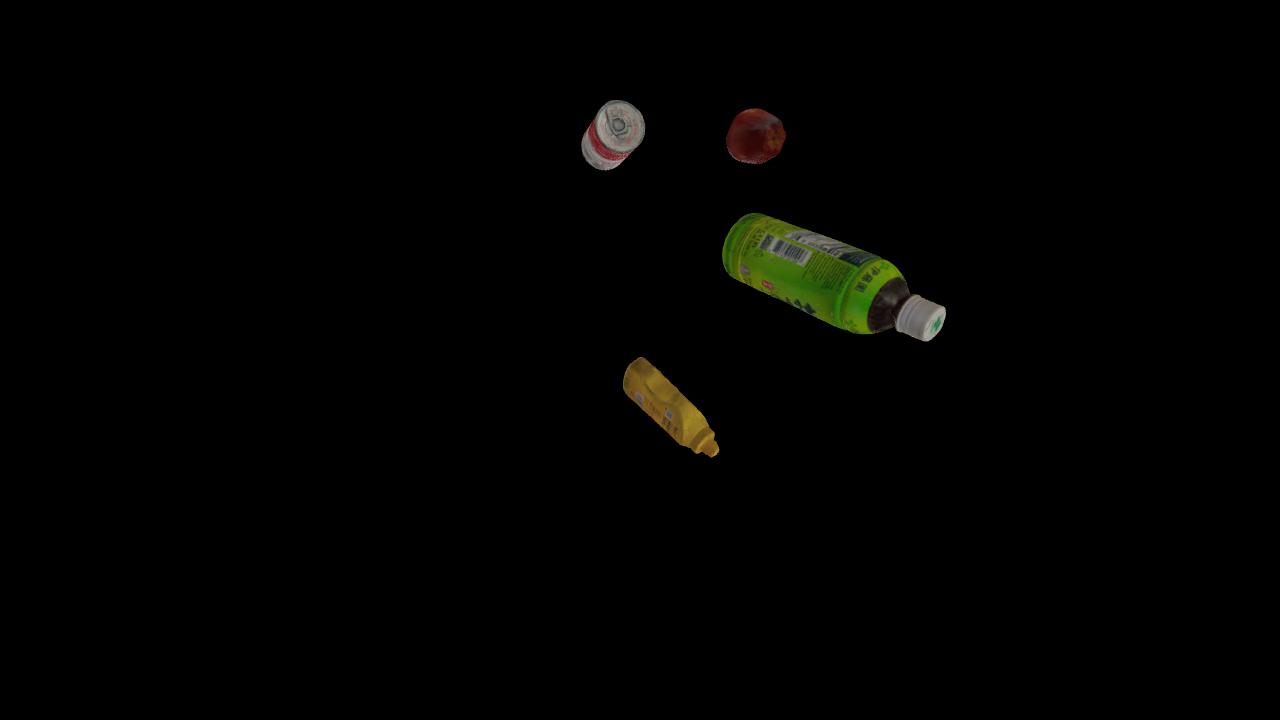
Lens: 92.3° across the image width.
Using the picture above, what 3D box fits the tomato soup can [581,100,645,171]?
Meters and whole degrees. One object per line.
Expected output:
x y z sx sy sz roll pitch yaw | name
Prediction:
-0.039 -0.304 0.843 0.068 0.068 0.101 0 2 -16 | tomato soup can

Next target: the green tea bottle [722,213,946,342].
0.167 -0.072 0.551 0.073 0.073 0.212 0 25 -39 | green tea bottle

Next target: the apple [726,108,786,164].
0.169 -0.328 0.907 0.079 0.079 0.093 0 23 -34 | apple

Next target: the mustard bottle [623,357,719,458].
0.051 0.081 0.933 0.054 0.092 0.184 -32 60 -28 | mustard bottle
